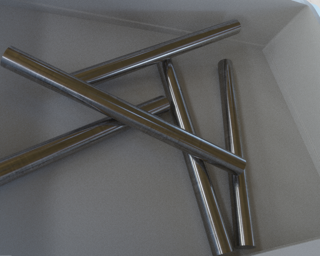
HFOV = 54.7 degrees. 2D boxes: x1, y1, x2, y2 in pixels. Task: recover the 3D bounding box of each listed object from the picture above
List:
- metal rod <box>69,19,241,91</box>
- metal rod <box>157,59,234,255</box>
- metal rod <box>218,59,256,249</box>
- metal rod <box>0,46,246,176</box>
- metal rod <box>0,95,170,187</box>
[{"bbox_3d":[0.003,-0.109,0.443,0.302,0.025,0.025,-26,76,-27],"label":"metal rod"},{"bbox_3d":[0.037,0.013,0.417,0.025,0.025,0.299,-1,62,-29],"label":"metal rod"},{"bbox_3d":[0.107,0.017,0.452,0.025,0.025,0.300,15,56,-20],"label":"metal rod"},{"bbox_3d":[-0.031,-0.013,0.363,0.301,0.025,0.025,25,53,-13],"label":"metal rod"},{"bbox_3d":[-0.104,0.019,0.337,0.302,0.025,0.025,-26,76,-37],"label":"metal rod"}]
